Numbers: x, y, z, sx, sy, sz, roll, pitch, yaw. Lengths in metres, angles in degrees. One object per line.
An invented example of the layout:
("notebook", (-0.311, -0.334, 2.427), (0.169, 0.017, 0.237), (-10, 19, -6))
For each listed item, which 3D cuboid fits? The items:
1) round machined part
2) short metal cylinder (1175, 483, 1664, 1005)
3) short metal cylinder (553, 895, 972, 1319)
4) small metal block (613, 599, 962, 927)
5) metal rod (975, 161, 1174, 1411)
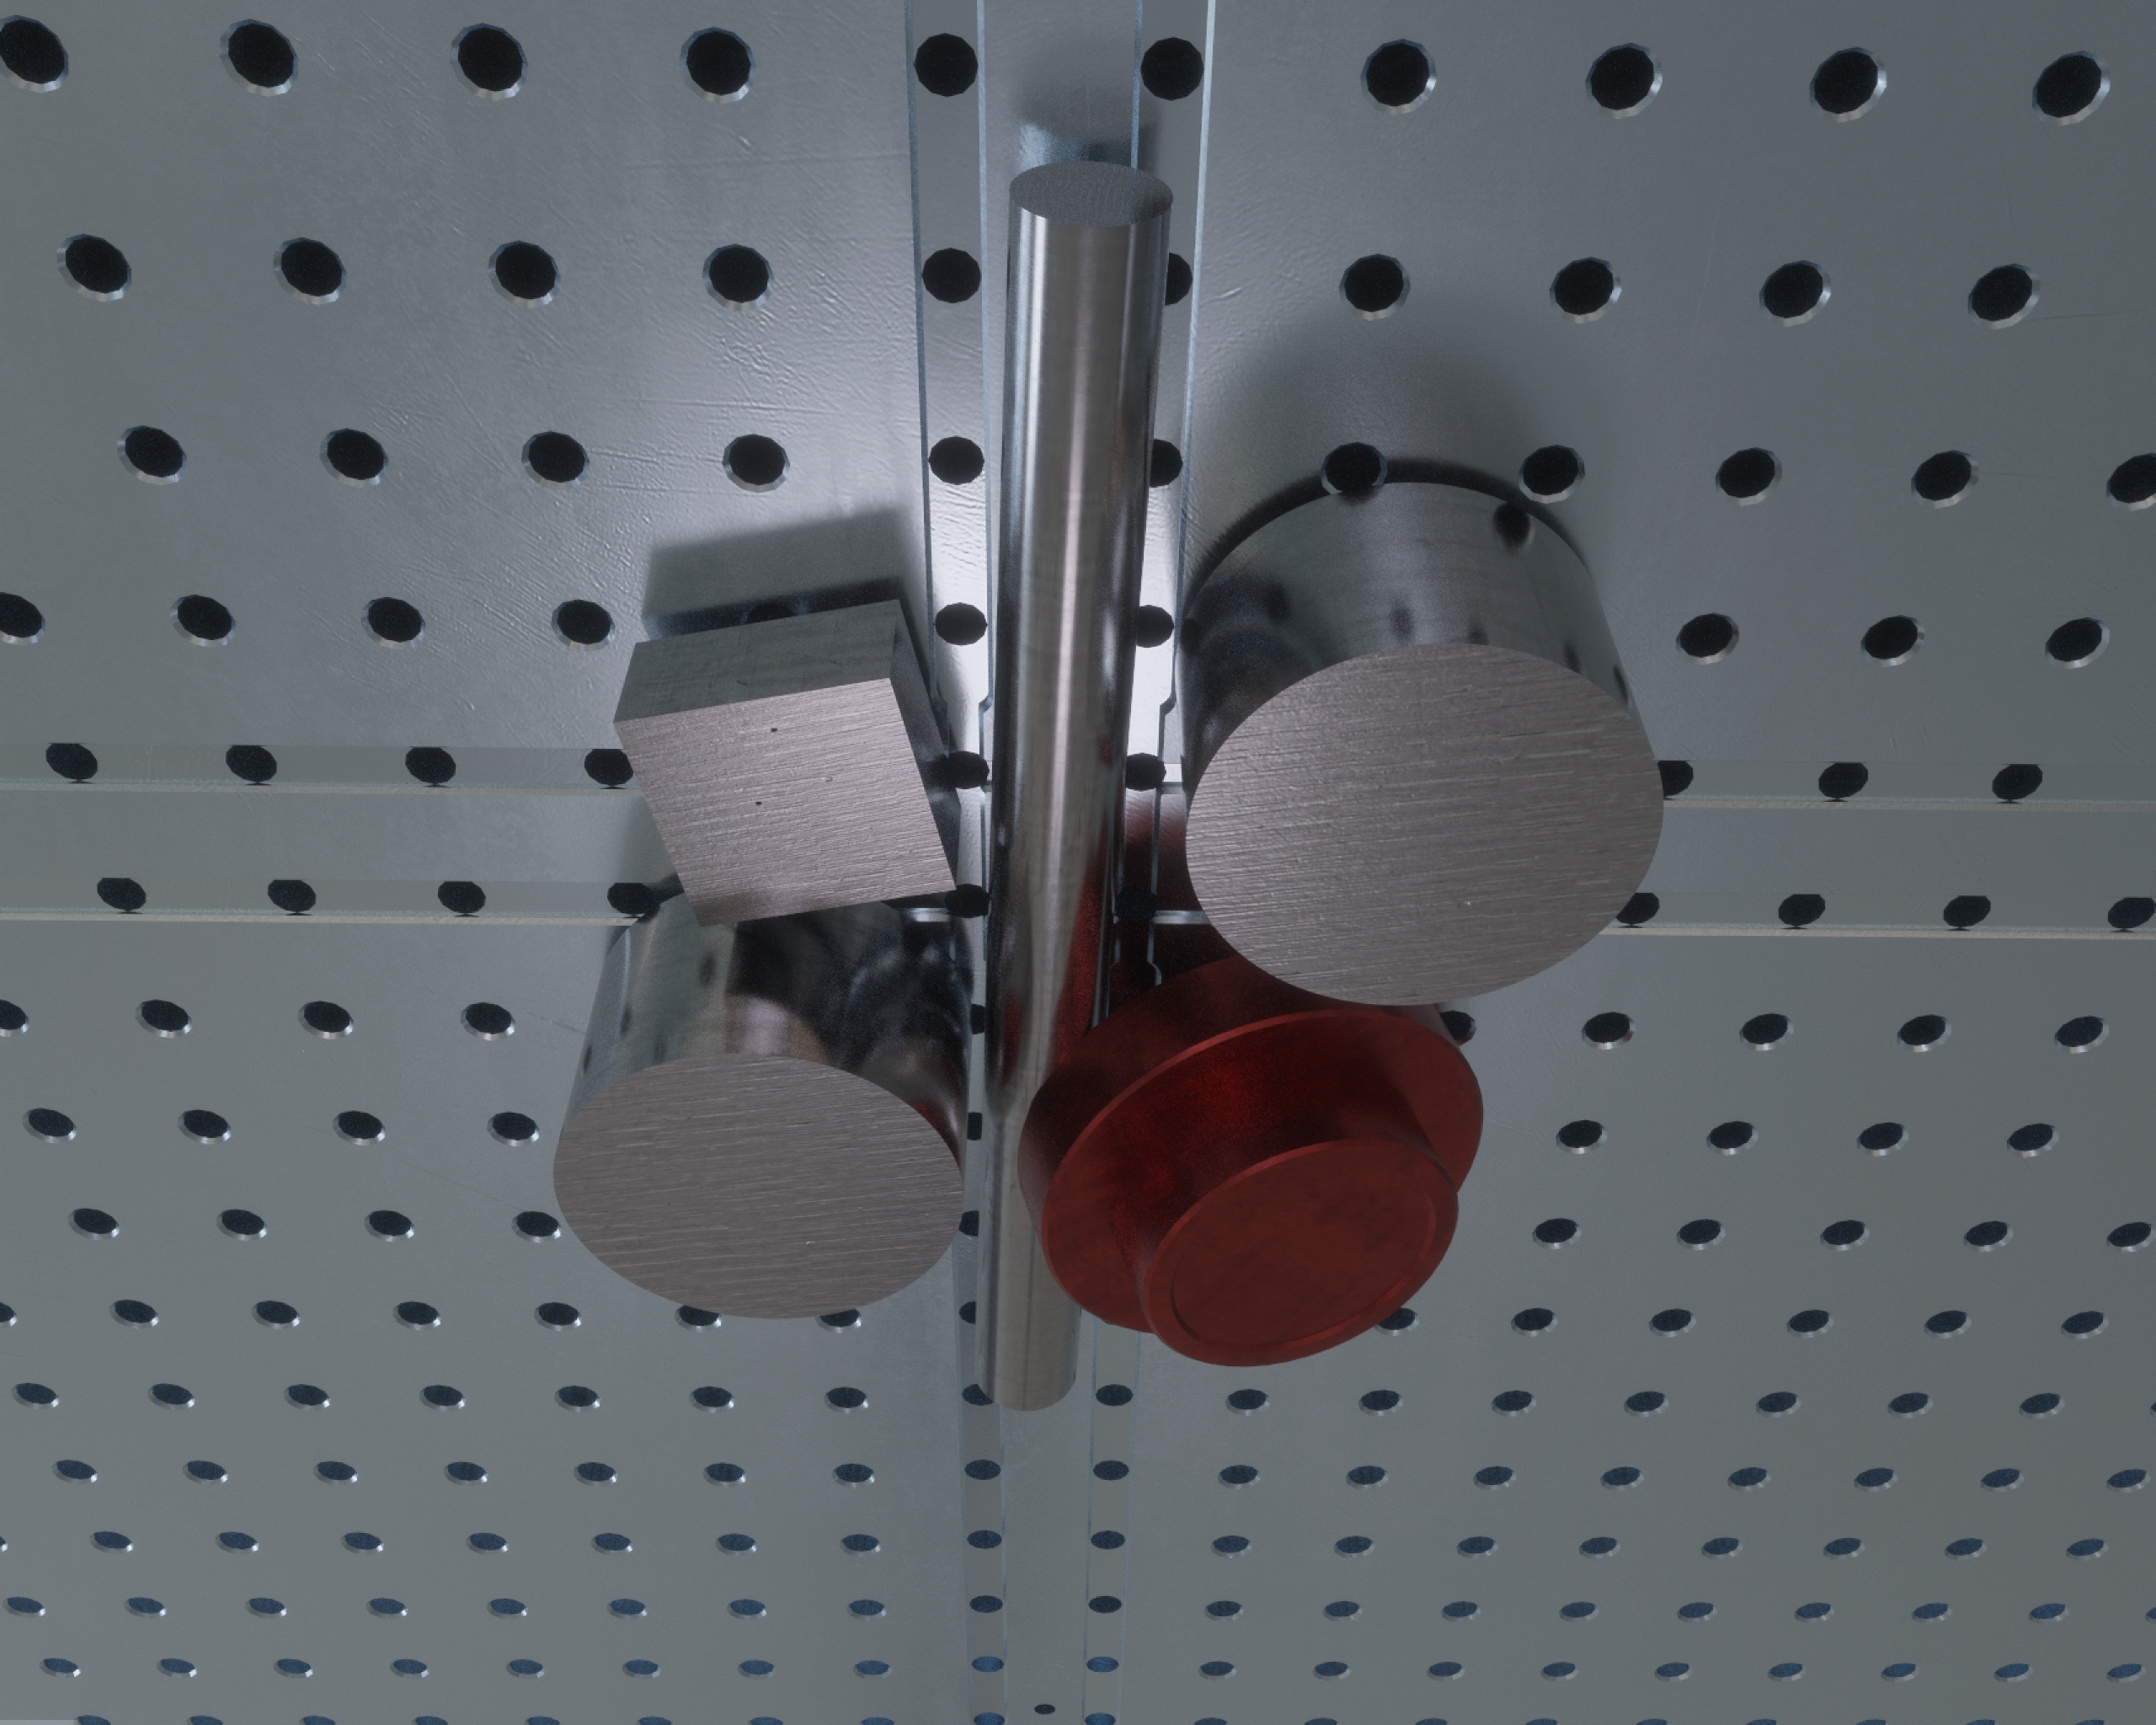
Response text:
("round machined part", (0.040, 0.068, 0.438), (0.099, 0.042, 0.097), (-11, 131, -12))
("short metal cylinder", (0.059, -0.020, 0.373), (0.081, 0.050, 0.079), (0, 130, 0))
("short metal cylinder", (-0.063, 0.049, 0.431), (0.081, 0.050, 0.079), (0, 130, 0))
("small metal block", (-0.053, -0.018, 0.391), (0.050, 0.025, 0.050), (-9, 130, 7))
("metal rod", (-0.005, 0.011, 0.415), (0.025, 0.025, 0.298), (2, 130, -2))
